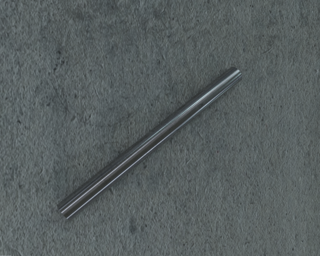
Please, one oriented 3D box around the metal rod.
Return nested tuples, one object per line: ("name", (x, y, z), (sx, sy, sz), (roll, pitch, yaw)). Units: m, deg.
("metal rod", (-0.002, 0.011, 0.411), (0.301, 0.025, 0.025), (-39, 103, -16))
